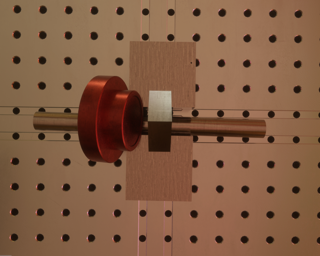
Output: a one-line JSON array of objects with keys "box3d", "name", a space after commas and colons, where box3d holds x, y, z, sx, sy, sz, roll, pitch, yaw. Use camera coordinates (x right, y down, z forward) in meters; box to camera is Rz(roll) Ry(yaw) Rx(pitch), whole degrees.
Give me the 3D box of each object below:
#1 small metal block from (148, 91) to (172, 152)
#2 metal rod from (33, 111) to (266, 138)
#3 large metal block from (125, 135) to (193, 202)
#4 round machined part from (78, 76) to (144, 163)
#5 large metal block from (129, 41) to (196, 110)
[{"box3d": [0.000, -0.008, 0.357, 0.025, 0.050, 0.050, 1, 46, 0], "name": "small metal block"}, {"box3d": [-0.013, -0.004, 0.413, 0.302, 0.025, 0.025, 2, 90, 0], "name": "metal rod"}, {"box3d": [-0.001, 0.049, 0.401, 0.081, 0.050, 0.079, 1, 90, 0], "name": "large metal block"}, {"box3d": [-0.049, -0.009, 0.347, 0.042, 0.098, 0.097, 4, 90, 14], "name": "round machined part"}, {"box3d": [0.003, -0.065, 0.401, 0.081, 0.050, 0.079, 1, 90, 0], "name": "large metal block"}]
